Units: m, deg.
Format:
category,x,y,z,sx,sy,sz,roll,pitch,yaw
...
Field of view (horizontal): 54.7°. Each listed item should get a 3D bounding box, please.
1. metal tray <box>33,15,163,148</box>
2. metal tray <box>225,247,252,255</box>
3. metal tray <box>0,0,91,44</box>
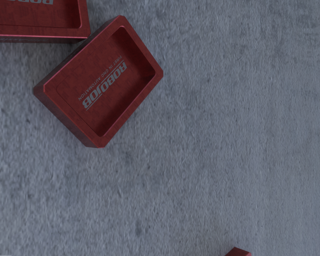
category,x,y,z,sx,sy,sz,roll,pitch,yaw
metal tray,-0.062,-0.053,0.350,0.090,0.030,0.130,52,60,-28
metal tray,0.103,0.264,0.492,0.131,0.030,0.089,-22,104,-38
metal tray,-0.135,-0.127,0.288,0.131,0.030,0.089,-12,98,-40
